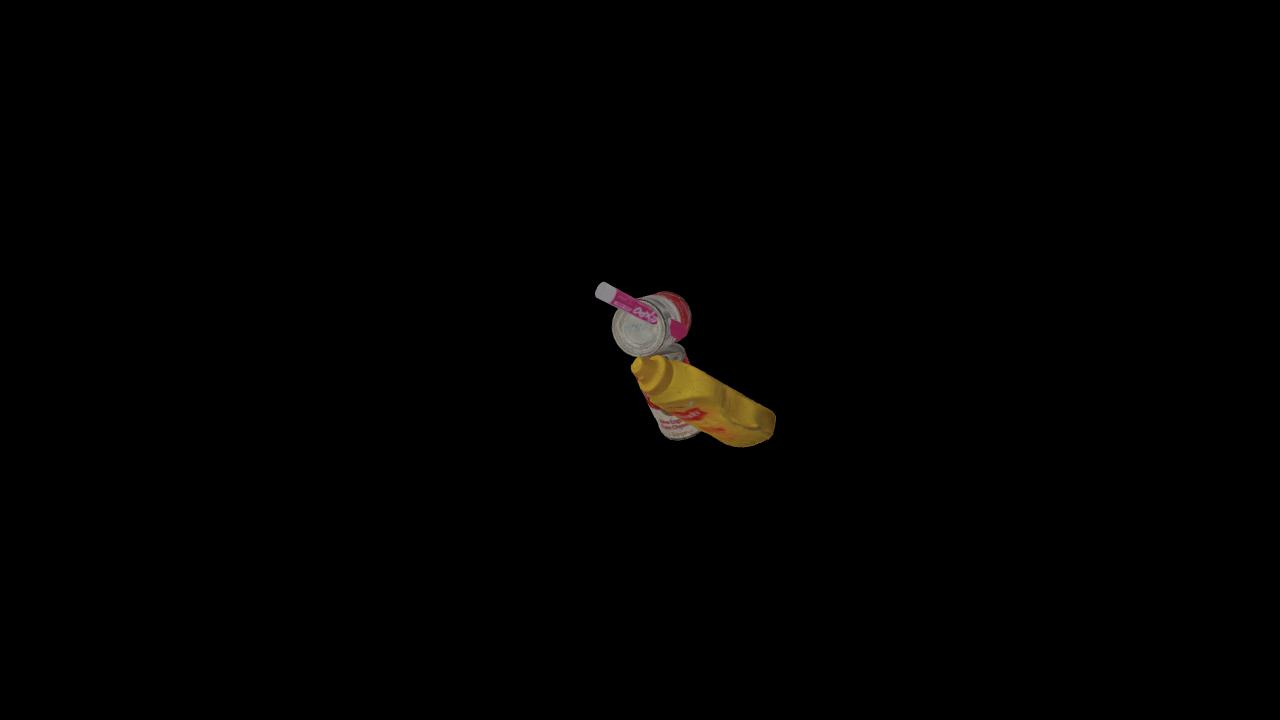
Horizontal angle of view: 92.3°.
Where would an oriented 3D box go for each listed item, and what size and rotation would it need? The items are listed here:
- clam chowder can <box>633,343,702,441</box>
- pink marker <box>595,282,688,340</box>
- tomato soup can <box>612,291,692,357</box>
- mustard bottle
[{"bbox_3d":[0.039,0.039,0.745,0.068,0.102,0.068,-18,31,11],"label":"clam chowder can"},{"bbox_3d":[0.005,-0.052,0.673,0.121,0.020,0.020,25,-14,-31],"label":"pink marker"},{"bbox_3d":[0.015,-0.043,0.726,0.068,0.068,0.101,0,11,21],"label":"tomato soup can"},{"bbox_3d":[0.061,0.042,0.681,0.184,0.054,0.092,30,-18,-33],"label":"mustard bottle"}]
